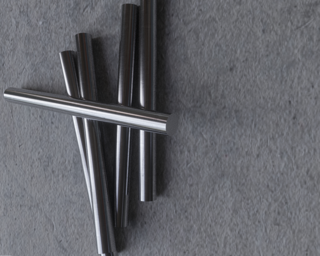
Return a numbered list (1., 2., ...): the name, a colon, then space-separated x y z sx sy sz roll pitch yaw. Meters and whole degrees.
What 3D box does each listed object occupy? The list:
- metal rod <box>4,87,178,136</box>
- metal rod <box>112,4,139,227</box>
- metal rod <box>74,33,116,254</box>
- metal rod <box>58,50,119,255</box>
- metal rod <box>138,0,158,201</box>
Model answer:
1. metal rod: -0.111 -0.028 0.410 0.300 0.025 0.025 11 94 33
2. metal rod: -0.048 -0.016 0.424 0.025 0.025 0.298 3 91 19
3. metal rod: -0.090 0.015 0.425 0.025 0.025 0.298 -11 81 19
4. metal rod: -0.103 0.036 0.443 0.025 0.025 0.298 -14 85 19
5. metal rod: -0.016 -0.054 0.413 0.025 0.025 0.298 0 90 19
